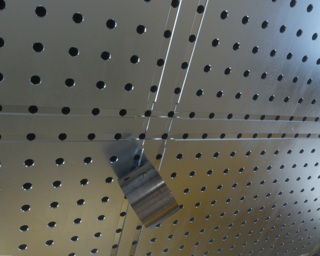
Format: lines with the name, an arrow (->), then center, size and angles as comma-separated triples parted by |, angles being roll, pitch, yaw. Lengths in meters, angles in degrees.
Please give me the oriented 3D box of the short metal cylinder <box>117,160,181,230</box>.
short metal cylinder -> -0.015, 0.090, 0.422 | 0.050, 0.080, 0.080 | -32, 129, -8
